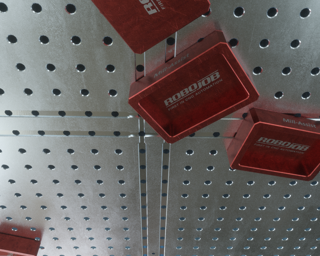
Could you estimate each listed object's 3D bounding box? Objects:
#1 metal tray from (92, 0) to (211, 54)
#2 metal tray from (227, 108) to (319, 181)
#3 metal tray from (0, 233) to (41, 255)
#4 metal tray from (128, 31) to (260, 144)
[{"bbox_3d":[-0.024,-0.144,0.286,0.090,0.030,0.130,-28,125,21],"label":"metal tray"},{"bbox_3d":[0.172,0.027,0.433,0.131,0.030,0.089,10,129,-9],"label":"metal tray"},{"bbox_3d":[-0.303,0.266,0.630,0.091,0.030,0.129,18,128,-16],"label":"metal tray"},{"bbox_3d":[0.039,-0.043,0.372,0.130,0.030,0.090,-29,125,22],"label":"metal tray"}]
